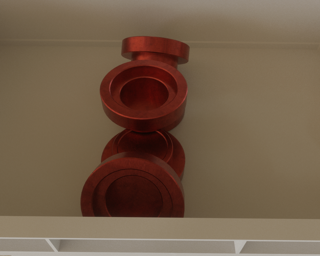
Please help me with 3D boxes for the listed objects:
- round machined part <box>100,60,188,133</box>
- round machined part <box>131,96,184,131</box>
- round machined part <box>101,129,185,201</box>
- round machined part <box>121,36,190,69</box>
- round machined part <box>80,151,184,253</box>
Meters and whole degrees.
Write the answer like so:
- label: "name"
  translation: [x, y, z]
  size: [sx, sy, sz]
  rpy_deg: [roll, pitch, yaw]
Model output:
- label: "round machined part"
  translation: [-0.018, -0.033, 0.364]
  size: [0.099, 0.042, 0.098]
  rpy_deg: [0, 50, 0]
- label: "round machined part"
  translation: [-0.014, -0.041, 0.426]
  size: [0.099, 0.042, 0.098]
  rpy_deg: [0, 50, 0]
- label: "round machined part"
  translation: [-0.020, 0.034, 0.362]
  size: [0.099, 0.042, 0.098]
  rpy_deg: [0, 50, 0]
- label: "round machined part"
  translation: [-0.008, -0.101, 0.453]
  size: [0.099, 0.098, 0.042]
  rpy_deg: [5, 93, 4]
- label: "round machined part"
  translation: [-0.025, 0.070, 0.310]
  size: [0.099, 0.097, 0.042]
  rpy_deg: [5, 13, 3]
